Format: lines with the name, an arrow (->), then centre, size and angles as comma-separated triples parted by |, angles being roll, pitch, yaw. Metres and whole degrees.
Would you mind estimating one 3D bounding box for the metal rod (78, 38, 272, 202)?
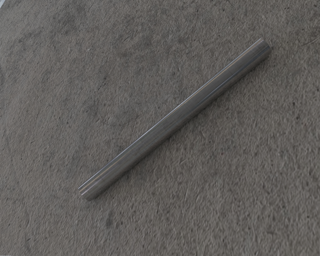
metal rod -> 0.018, -0.010, 0.400 | 0.300, 0.025, 0.025 | -39, 51, 1
